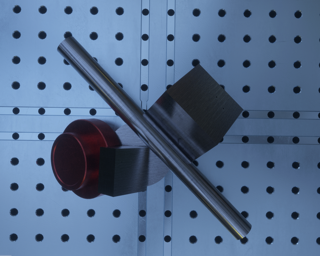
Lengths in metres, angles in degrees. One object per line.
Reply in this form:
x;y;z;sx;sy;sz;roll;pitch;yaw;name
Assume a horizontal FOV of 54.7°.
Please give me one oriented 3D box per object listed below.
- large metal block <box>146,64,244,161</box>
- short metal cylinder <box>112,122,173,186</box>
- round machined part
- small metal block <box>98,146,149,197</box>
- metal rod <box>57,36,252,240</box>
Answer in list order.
0.043;-0.020;0.376;0.080;0.050;0.080;46;47;0;large metal block
-0.024;0.031;0.397;0.081;0.050;0.079;0;90;0;short metal cylinder
-0.095;0.038;0.375;0.098;0.042;0.097;3;95;38;round machined part
-0.040;0.046;0.345;0.025;0.050;0.050;3;91;40;small metal block
-0.006;0.012;0.359;0.025;0.025;0.300;-43;90;0;metal rod
